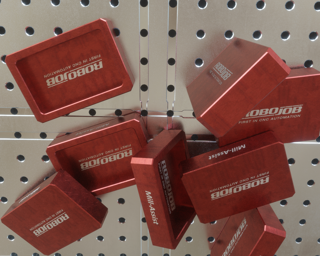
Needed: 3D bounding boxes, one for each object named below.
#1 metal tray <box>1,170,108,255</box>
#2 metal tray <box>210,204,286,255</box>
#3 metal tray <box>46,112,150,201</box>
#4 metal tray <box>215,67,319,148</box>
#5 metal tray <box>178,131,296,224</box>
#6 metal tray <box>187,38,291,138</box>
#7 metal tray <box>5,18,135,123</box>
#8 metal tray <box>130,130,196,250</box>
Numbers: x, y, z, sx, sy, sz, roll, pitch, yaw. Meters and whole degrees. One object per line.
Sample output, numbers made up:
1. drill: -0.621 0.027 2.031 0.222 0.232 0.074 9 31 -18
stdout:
1. metal tray: -0.149 0.123 0.436 0.130 0.030 0.090 -34 109 27
2. metal tray: 0.118 0.166 0.440 0.030 0.090 0.129 20 109 -8
3. metal tray: -0.075 0.041 0.425 0.130 0.030 0.090 -18 109 6
4. metal tray: 0.136 -0.023 0.396 0.131 0.030 0.089 -7 116 1
5. metal tray: 0.100 0.067 0.406 0.130 0.030 0.090 -20 116 7
6. metal tray: 0.076 -0.051 0.339 0.030 0.130 0.090 41 105 -14
7. metal tray: -0.108 -0.070 0.384 0.130 0.030 0.090 -19 109 7
8. metal tray: 0.012 0.077 0.405 0.030 0.090 0.129 0 113 31
